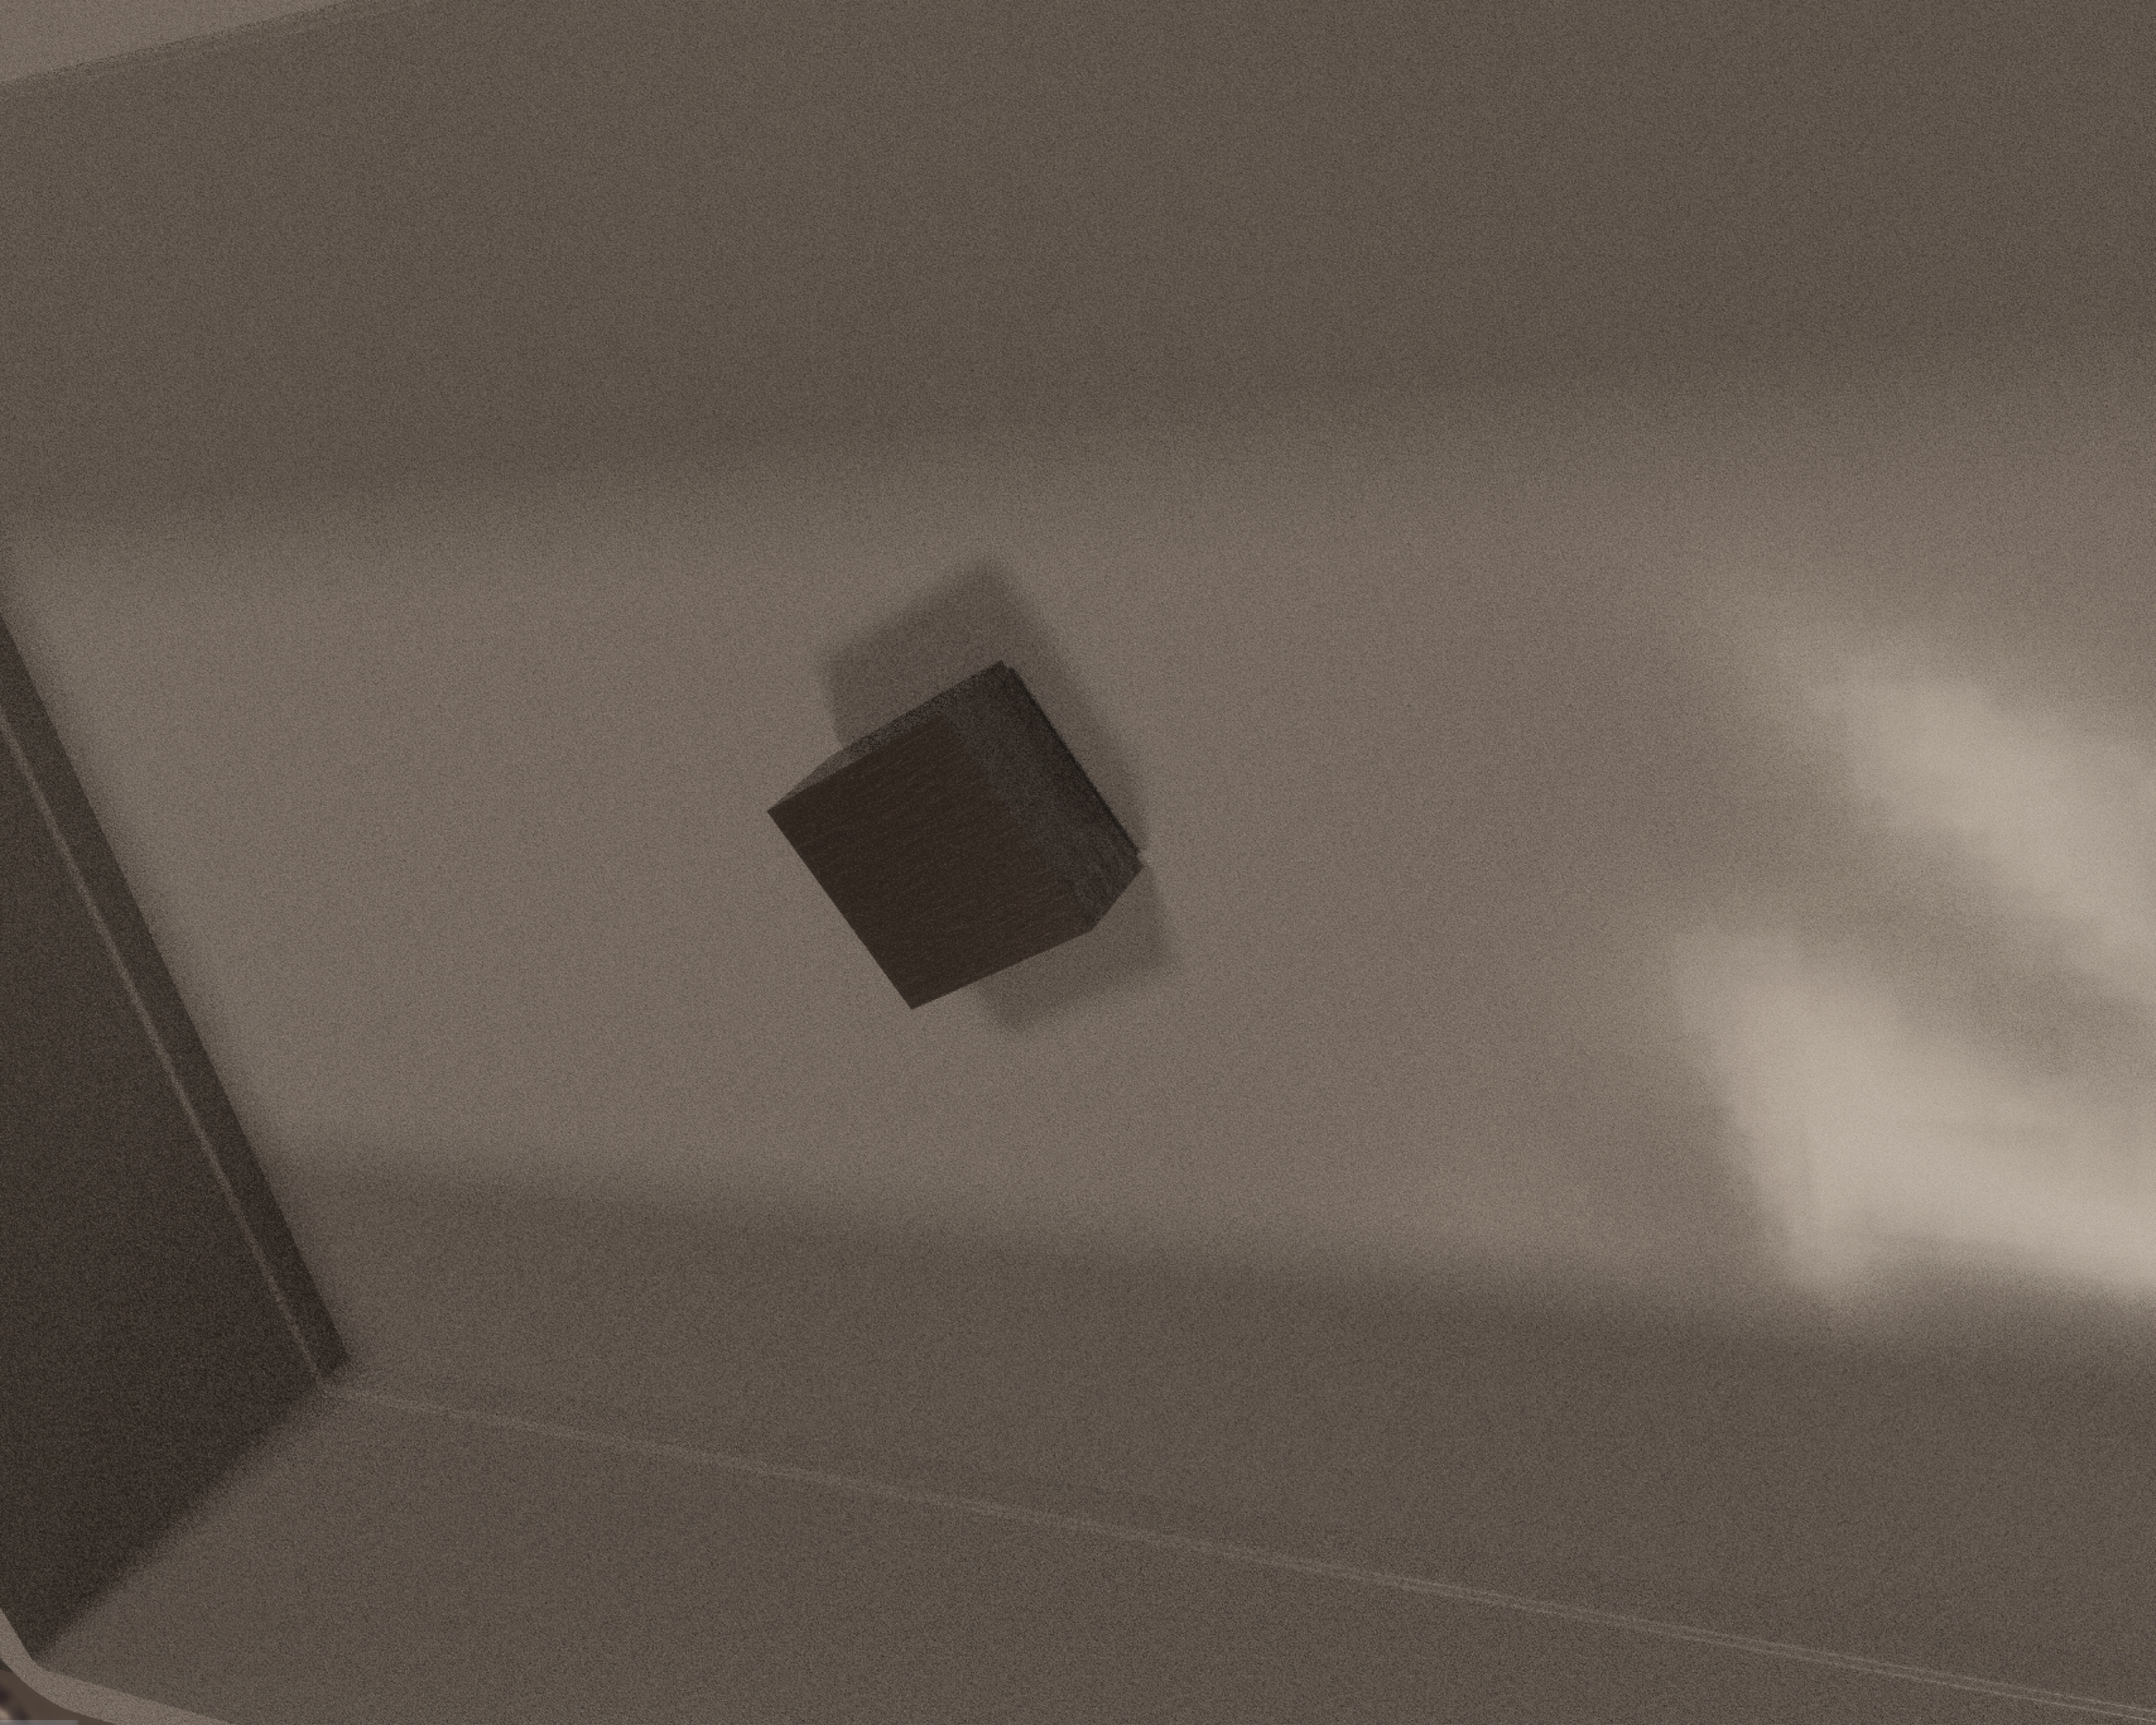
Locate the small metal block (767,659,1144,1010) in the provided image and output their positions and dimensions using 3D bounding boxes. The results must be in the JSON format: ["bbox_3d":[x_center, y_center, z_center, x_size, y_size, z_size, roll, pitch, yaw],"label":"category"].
[{"bbox_3d":[-0.024,-0.005,0.413,0.050,0.025,0.050,-26,105,36],"label":"small metal block"}]
